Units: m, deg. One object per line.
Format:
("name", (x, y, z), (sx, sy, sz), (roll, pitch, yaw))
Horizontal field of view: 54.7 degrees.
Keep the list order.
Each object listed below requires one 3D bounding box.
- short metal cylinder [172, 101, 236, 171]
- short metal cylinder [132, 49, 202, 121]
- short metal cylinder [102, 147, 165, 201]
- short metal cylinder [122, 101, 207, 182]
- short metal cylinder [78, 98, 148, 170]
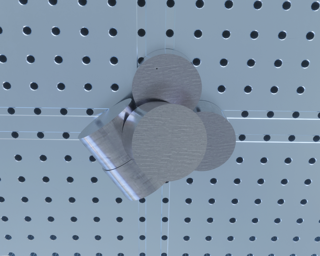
("short metal cylinder", (0.053, 0.009, 0.403), (0.081, 0.050, 0.079), (0, 110, -1))
("short metal cylinder", (0.008, -0.054, 0.379), (0.081, 0.050, 0.079), (0, 110, -1))
("short metal cylinder", (-0.027, 0.047, 0.401), (0.080, 0.080, 0.050), (-32, 107, 11))
("short metal cylinder", (0.003, 0.012, 0.336), (0.081, 0.050, 0.079), (-3, 98, -18))
("short metal cylinder", (-0.053, 0.007, 0.386), (0.080, 0.080, 0.050), (-32, 107, 11))
